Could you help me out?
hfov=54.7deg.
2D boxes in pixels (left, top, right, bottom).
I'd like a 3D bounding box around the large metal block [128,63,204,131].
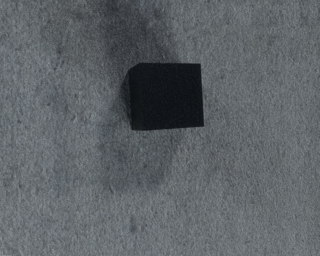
[{"bbox_3d":[0.007,-0.039,0.399,0.081,0.050,0.079,-4,92,-20],"label":"large metal block"}]
